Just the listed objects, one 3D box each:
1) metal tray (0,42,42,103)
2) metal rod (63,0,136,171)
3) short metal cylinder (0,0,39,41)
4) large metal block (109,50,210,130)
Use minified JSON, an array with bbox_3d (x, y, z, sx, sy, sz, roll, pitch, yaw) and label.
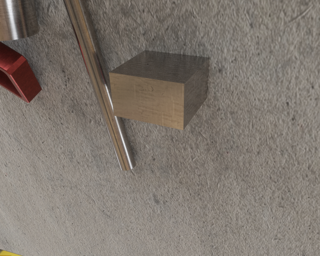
[{"bbox_3d":[-0.240,-0.097,0.440,0.130,0.030,0.090,32,158,7],"label":"metal tray"},{"bbox_3d":[-0.081,-0.074,0.401,0.025,0.025,0.298,0,119,28],"label":"metal rod"},{"bbox_3d":[-0.196,-0.144,0.383,0.080,0.080,0.050,15,124,19],"label":"short metal cylinder"},{"bbox_3d":[0.003,-0.046,0.340,0.080,0.080,0.050,12,123,21],"label":"large metal block"}]
